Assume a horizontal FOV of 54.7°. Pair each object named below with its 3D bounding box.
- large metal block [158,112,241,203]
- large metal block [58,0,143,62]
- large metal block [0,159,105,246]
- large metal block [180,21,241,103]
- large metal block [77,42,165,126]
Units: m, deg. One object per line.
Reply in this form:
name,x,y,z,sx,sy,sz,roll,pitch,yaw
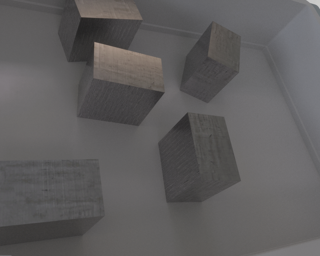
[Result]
large metal block,0.042,0.038,0.370,0.050,0.080,0.080,6,59,-25
large metal block,-0.081,-0.133,0.408,0.081,0.080,0.050,-10,67,-33
large metal block,-0.102,0.067,0.275,0.081,0.080,0.050,2,61,-27
large metal block,0.076,-0.098,0.471,0.050,0.080,0.080,23,53,-14
large metal block,-0.050,-0.048,0.373,0.081,0.080,0.050,9,58,-24
